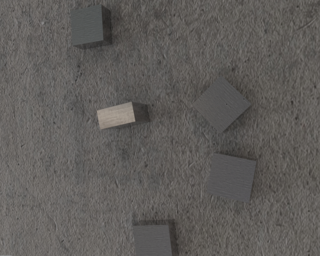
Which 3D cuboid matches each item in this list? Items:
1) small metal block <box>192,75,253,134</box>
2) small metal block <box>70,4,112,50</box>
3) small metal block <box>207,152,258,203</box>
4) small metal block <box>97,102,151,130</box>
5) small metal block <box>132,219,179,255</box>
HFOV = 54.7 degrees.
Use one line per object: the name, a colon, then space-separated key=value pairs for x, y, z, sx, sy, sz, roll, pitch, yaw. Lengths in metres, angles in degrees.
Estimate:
small metal block: x=0.077 y=-0.028 z=0.382 sx=0.050 sy=0.025 sz=0.050 roll=-46 pitch=76 yaw=14
small metal block: x=-0.098 y=-0.143 z=0.444 sx=0.050 sy=0.025 sz=0.050 roll=-4 pitch=89 yaw=20
small metal block: x=0.088 y=0.058 z=0.378 sx=0.050 sy=0.025 sz=0.050 roll=10 pitch=93 yaw=19
small metal block: x=-0.047 y=-0.015 z=0.412 sx=0.050 sy=0.050 sz=0.025 roll=-12 pitch=86 yaw=19
small metal block: x=-0.005 y=0.151 z=0.411 sx=0.050 sy=0.025 sz=0.050 roll=-8 pitch=87 yaw=19
